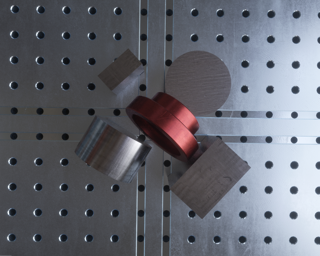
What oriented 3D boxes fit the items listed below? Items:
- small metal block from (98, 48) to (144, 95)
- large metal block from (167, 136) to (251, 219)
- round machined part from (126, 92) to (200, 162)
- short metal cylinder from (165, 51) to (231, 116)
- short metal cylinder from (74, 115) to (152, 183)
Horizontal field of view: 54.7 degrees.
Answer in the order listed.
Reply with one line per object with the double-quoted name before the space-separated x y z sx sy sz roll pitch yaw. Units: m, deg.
"small metal block" -0.049 -0.071 0.400 0.050 0.050 0.025 -42 90 0
"large metal block" 0.056 0.056 0.387 0.050 0.080 0.080 43 90 -1
"round machined part" 0.009 -0.006 0.377 0.098 0.098 0.042 41 78 -1
"short metal cylinder" 0.046 -0.054 0.401 0.081 0.050 0.079 0 90 -1
"short metal cylinder" -0.057 0.026 0.385 0.080 0.080 0.050 31 90 -1
